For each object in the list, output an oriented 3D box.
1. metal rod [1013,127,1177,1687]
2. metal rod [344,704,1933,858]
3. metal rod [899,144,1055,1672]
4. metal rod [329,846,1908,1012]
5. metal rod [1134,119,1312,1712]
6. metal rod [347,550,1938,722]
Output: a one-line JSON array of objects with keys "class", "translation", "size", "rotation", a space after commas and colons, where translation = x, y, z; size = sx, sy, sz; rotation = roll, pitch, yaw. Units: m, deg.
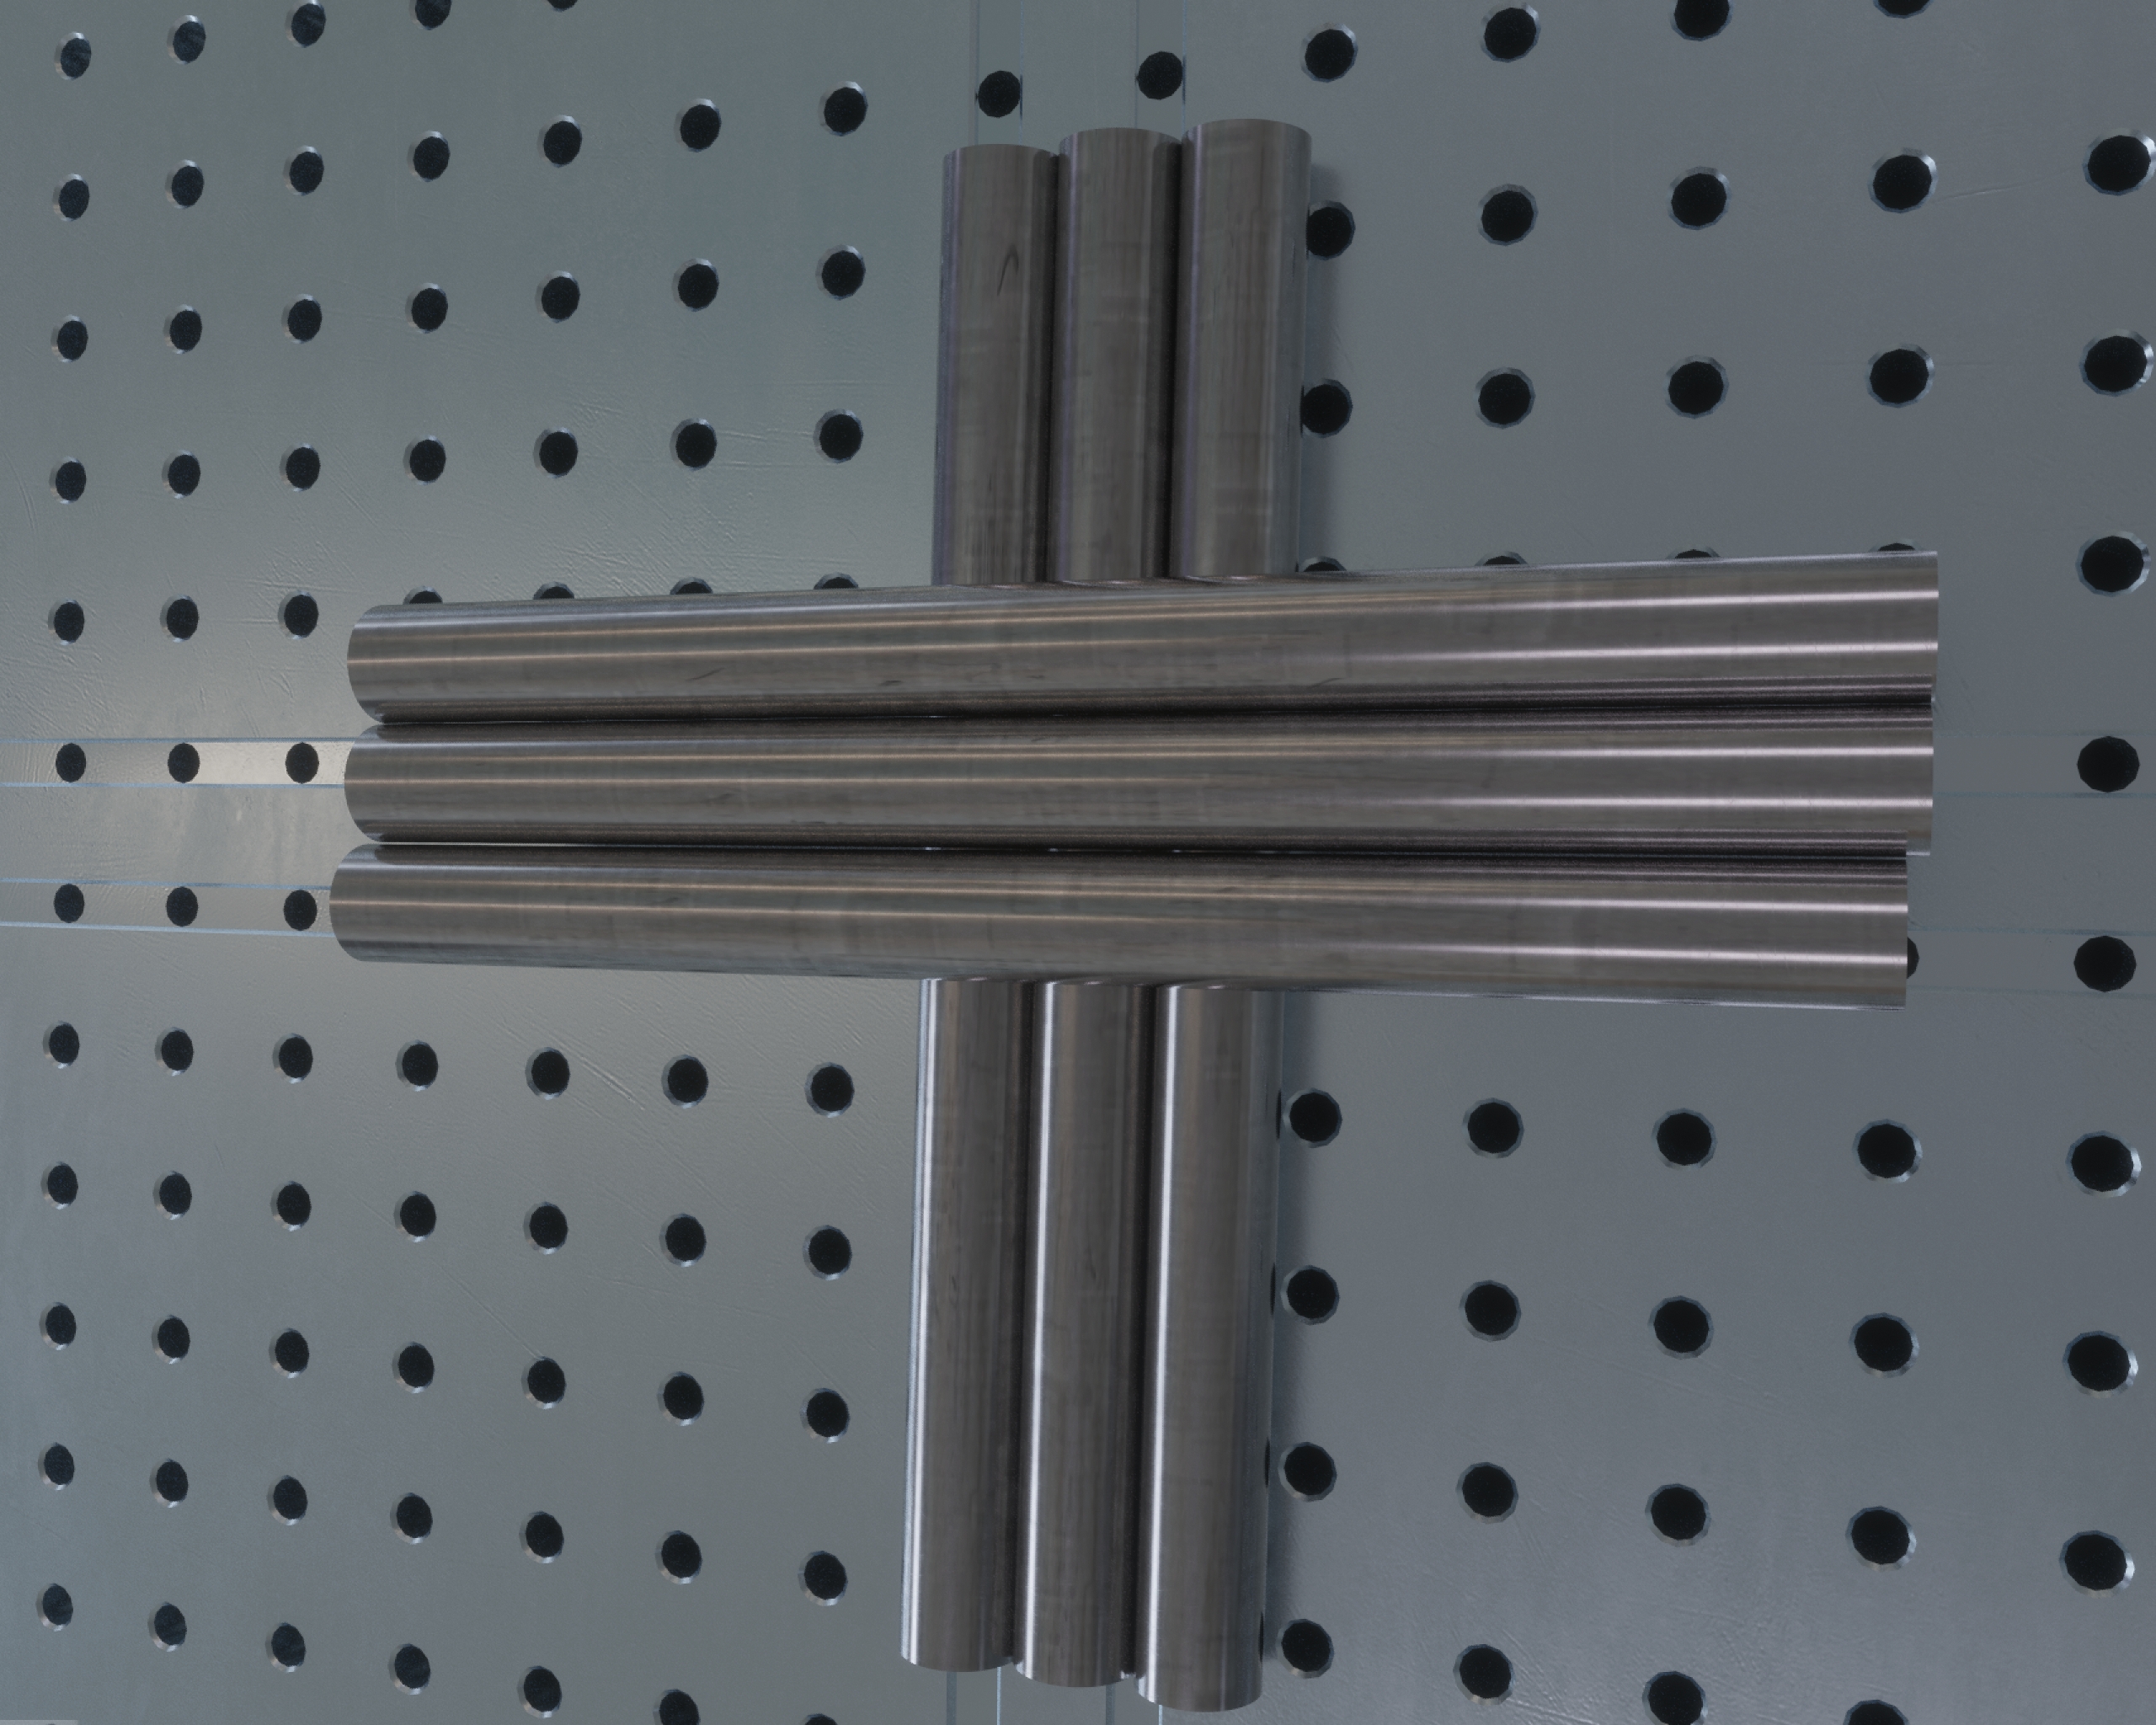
[{"class": "metal rod", "translation": [0.004, 0.009, 0.412], "size": [0.025, 0.025, 0.298], "rotation": [2, 91, 20]}, {"class": "metal rod", "translation": [-0.004, -0.015, 0.388], "size": [0.301, 0.025, 0.025], "rotation": [1, 90, 20]}, {"class": "metal rod", "translation": [-0.019, 0.009, 0.420], "size": [0.025, 0.025, 0.298], "rotation": [2, 91, 20]}, {"class": "metal rod", "translation": [-0.007, 0.010, 0.389], "size": [0.301, 0.025, 0.025], "rotation": [1, 90, 20]}, {"class": "metal rod", "translation": [0.028, 0.010, 0.403], "size": [0.025, 0.025, 0.298], "rotation": [2, 91, 20]}, {"class": "metal rod", "translation": [-0.003, -0.040, 0.387], "size": [0.301, 0.025, 0.025], "rotation": [1, 90, 20]}]
